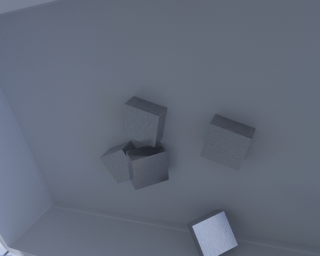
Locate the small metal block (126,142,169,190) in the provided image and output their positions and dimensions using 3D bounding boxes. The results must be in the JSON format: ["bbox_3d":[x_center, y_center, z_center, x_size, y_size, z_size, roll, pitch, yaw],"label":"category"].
[{"bbox_3d":[-0.017,0.053,0.432,0.025,0.050,0.050,-131,31,-54],"label":"small metal block"}]

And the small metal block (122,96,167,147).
[{"bbox_3d":[-0.021,-0.009,0.415,0.050,0.025,0.050,20,126,16],"label":"small metal block"}]

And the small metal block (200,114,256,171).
[{"bbox_3d":[0.082,0.018,0.376,0.050,0.025,0.050,21,127,15],"label":"small metal block"}]

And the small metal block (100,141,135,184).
[{"bbox_3d":[-0.055,0.053,0.470,0.050,0.025,0.050,-22,107,36],"label":"small metal block"}]

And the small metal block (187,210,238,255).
[{"bbox_3d":[0.073,0.149,0.434,0.025,0.050,0.050,141,108,-74],"label":"small metal block"}]
